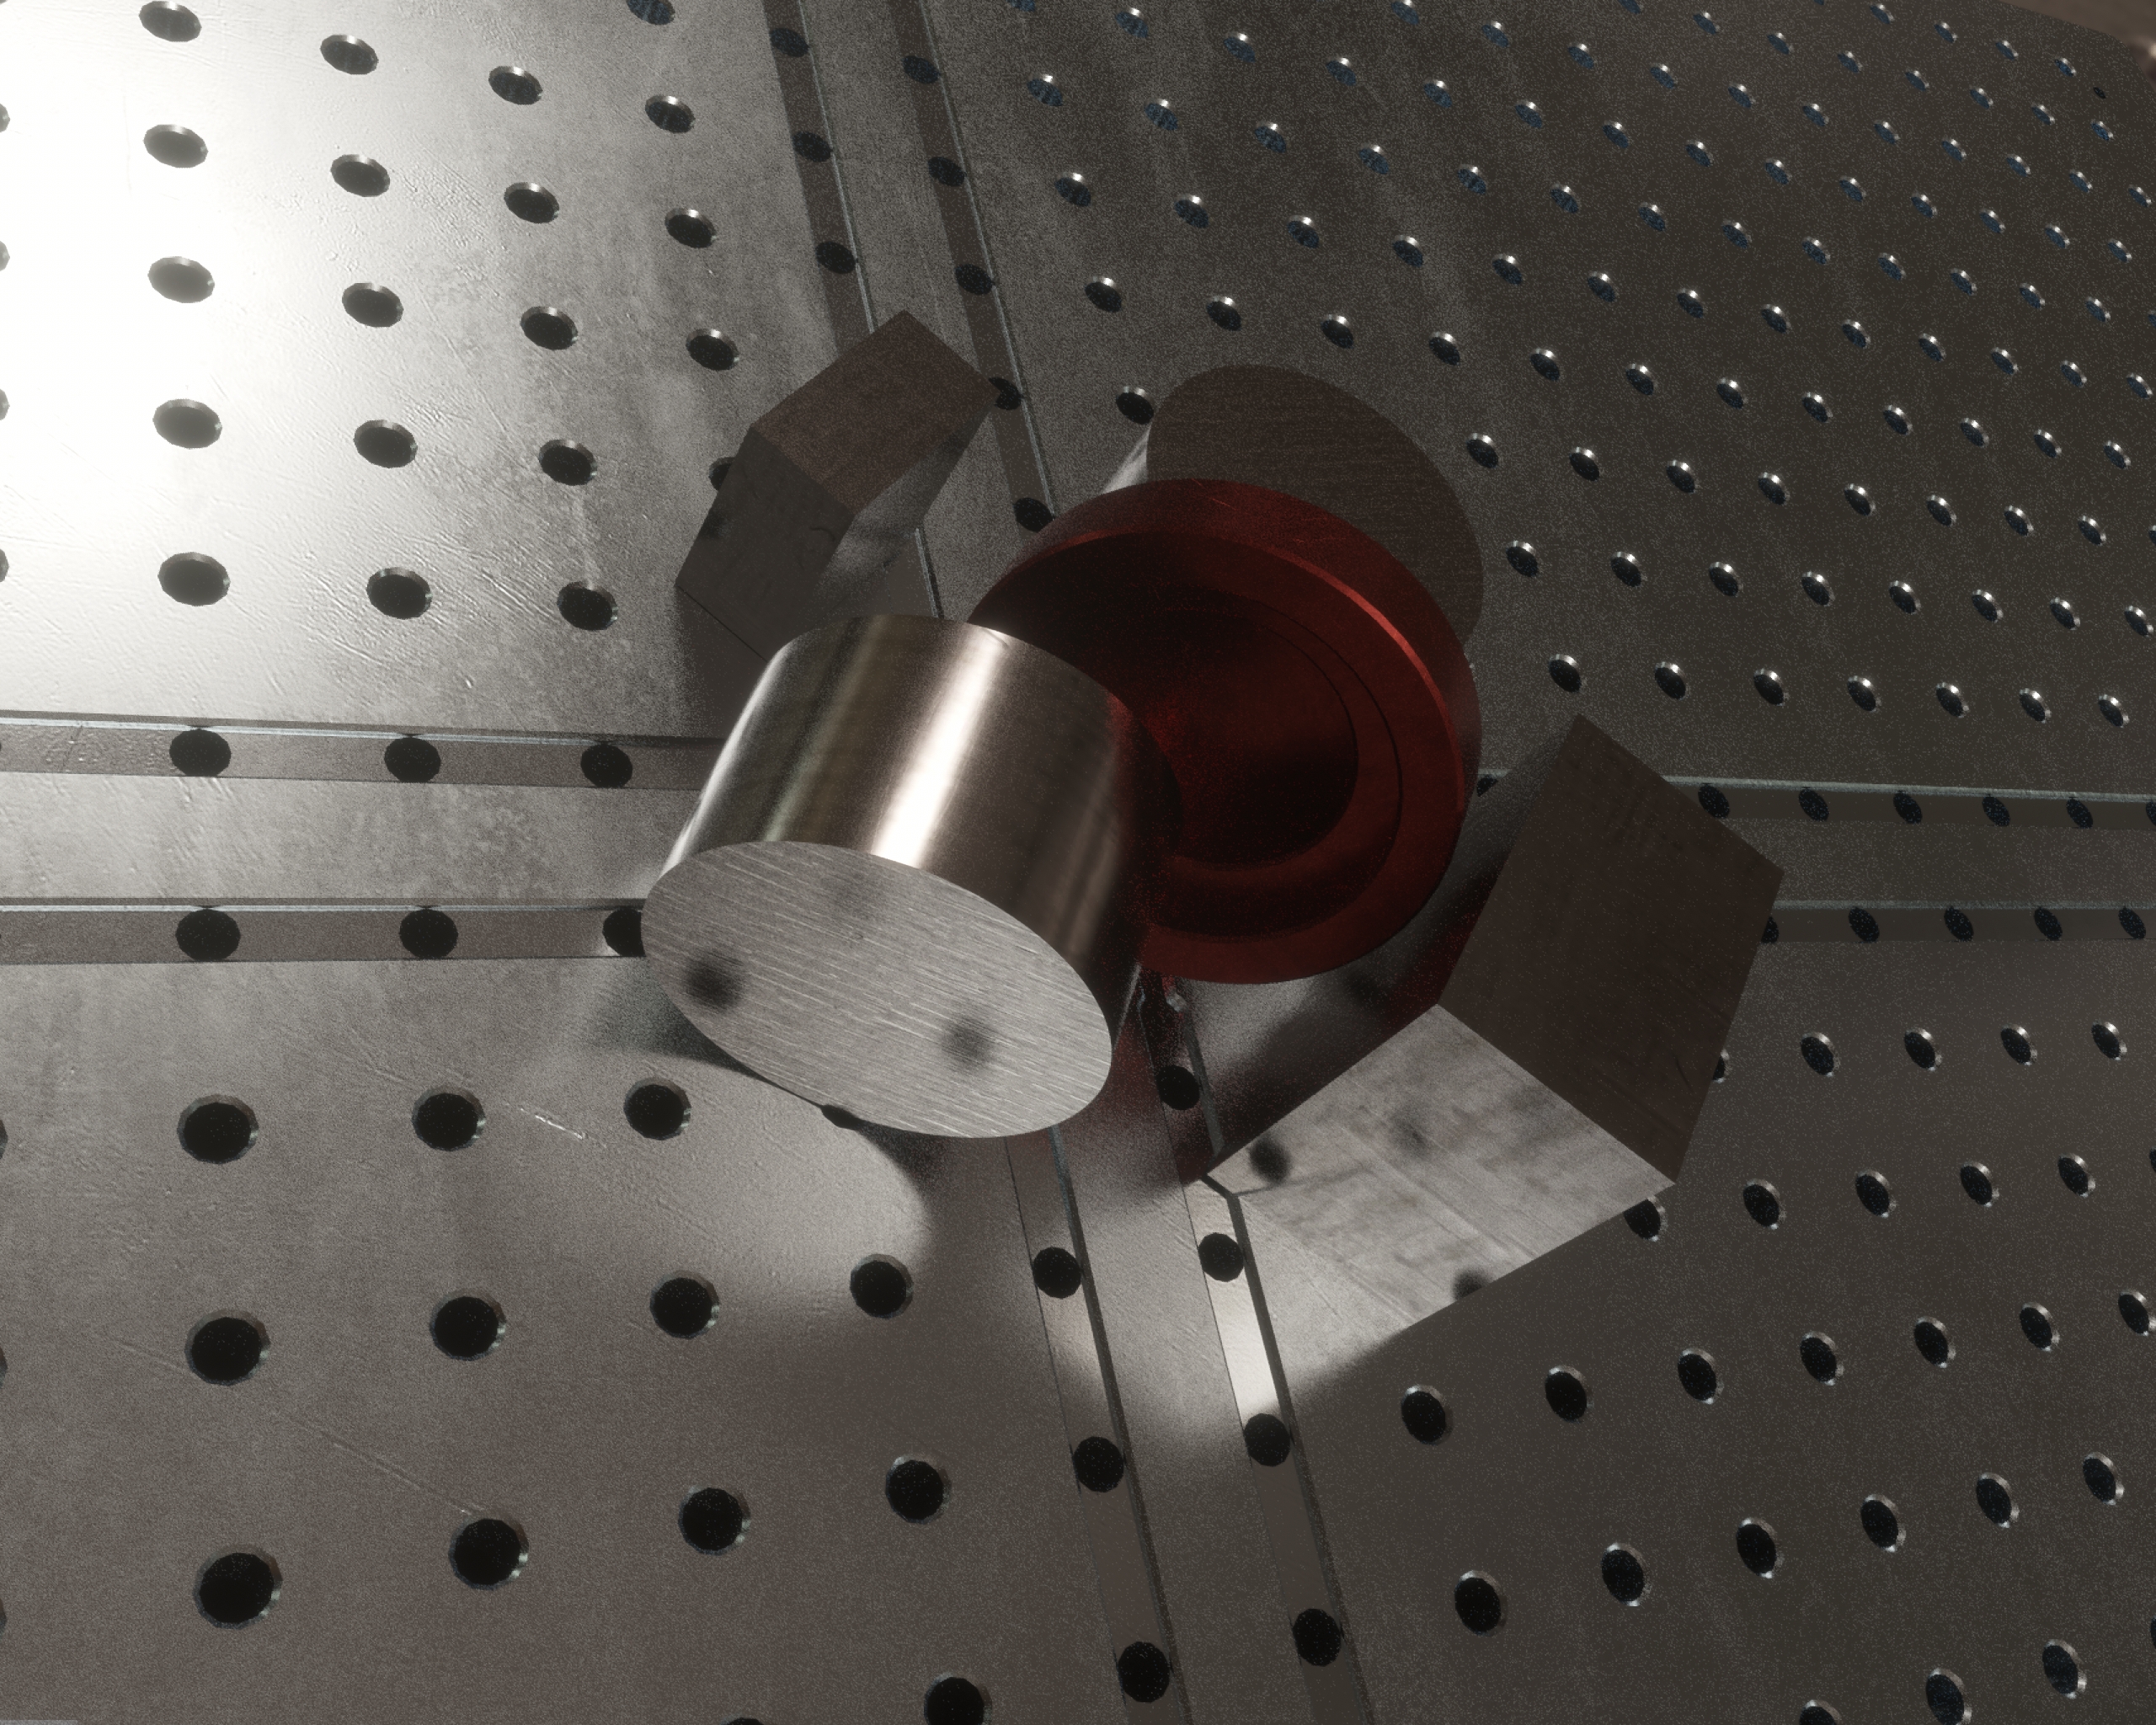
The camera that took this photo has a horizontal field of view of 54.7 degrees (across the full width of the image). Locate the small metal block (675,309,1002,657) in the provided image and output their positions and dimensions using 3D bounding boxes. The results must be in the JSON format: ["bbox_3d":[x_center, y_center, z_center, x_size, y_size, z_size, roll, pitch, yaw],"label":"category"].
[{"bbox_3d":[-0.048,-0.074,0.413,0.025,0.050,0.050,41,51,-1],"label":"small metal block"}]

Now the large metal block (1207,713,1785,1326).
[{"bbox_3d":[0.080,0.031,0.399,0.050,0.080,0.080,37,51,-4],"label":"large metal block"}]

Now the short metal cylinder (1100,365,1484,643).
[{"bbox_3d":[0.040,-0.060,0.451,0.081,0.050,0.080,14,56,-21],"label":"short metal cylinder"}]

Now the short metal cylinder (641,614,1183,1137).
[{"bbox_3d":[-0.027,0.004,0.357,0.080,0.080,0.050,28,52,-12],"label":"short metal cylinder"}]

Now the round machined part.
[{"bbox_3d":[0.027,-0.028,0.395,0.098,0.097,0.042,36,39,-5],"label":"round machined part"}]
